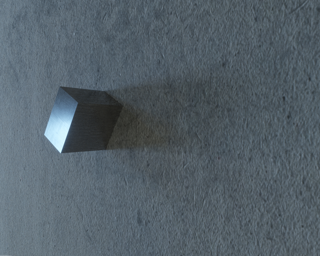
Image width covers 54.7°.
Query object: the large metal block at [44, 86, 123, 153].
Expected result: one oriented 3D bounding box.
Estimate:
[{"bbox_3d":[-0.114,-0.012,0.463,0.050,0.081,0.079,37,113,33],"label":"large metal block"}]
